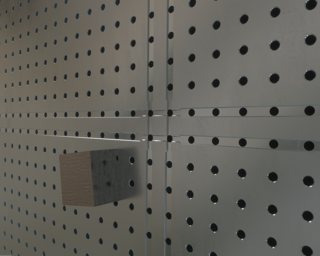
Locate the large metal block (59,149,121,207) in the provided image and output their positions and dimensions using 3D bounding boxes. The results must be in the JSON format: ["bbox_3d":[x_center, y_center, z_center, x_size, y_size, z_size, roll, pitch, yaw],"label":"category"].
[{"bbox_3d":[-0.111,0.077,0.486,0.080,0.050,0.080,-10,84,39],"label":"large metal block"}]
